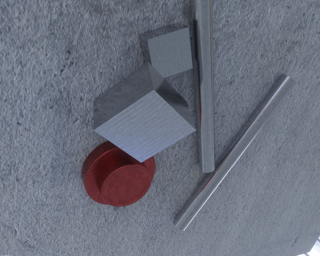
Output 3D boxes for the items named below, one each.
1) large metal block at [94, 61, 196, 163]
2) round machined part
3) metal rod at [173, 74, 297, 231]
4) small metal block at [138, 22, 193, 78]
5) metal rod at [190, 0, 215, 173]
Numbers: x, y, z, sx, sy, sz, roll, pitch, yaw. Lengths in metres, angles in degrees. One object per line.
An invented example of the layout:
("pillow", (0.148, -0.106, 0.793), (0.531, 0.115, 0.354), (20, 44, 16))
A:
("large metal block", (-0.018, -0.015, 0.356), (0.080, 0.050, 0.080), (-32, 133, 20))
("round machined part", (-0.050, 0.065, 0.410), (0.099, 0.042, 0.097), (-14, 125, -21))
("metal rod", (0.115, 0.046, 0.499), (0.025, 0.025, 0.299), (25, 105, -37))
("small metal block", (0.008, -0.088, 0.358), (0.050, 0.025, 0.050), (-22, 127, -16))
("metal rod", (0.058, -0.059, 0.403), (0.025, 0.025, 0.298), (-20, 126, -17))
